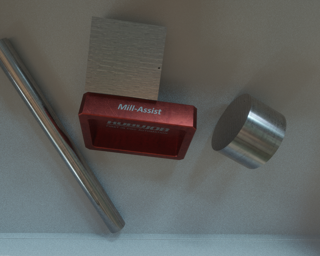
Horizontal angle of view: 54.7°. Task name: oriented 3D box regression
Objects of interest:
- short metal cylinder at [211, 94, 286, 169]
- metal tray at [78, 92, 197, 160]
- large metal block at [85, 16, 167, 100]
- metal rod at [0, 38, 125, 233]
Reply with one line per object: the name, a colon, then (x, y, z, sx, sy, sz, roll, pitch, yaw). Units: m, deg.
short metal cylinder: (0.108, 0.004, 0.385, 0.050, 0.080, 0.080, 29, 107, -10)
metal tray: (-0.027, 0.001, 0.382, 0.131, 0.030, 0.090, 7, 150, -3)
large metal block: (-0.038, -0.078, 0.361, 0.081, 0.050, 0.079, 7, 98, -3)
metal rod: (-0.129, 0.023, 0.417, 0.025, 0.025, 0.299, -25, 109, 8)
